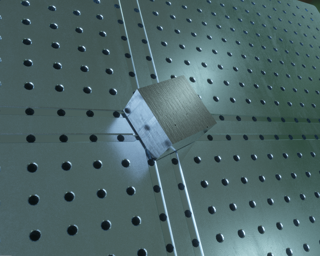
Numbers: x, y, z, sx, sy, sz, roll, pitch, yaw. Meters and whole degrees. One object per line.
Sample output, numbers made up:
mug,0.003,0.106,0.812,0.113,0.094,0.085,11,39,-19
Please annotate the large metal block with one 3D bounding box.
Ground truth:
large metal block,0.013,-0.015,0.406,0.081,0.050,0.080,-23,74,-37
